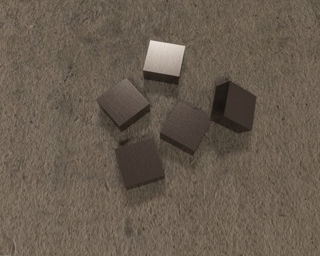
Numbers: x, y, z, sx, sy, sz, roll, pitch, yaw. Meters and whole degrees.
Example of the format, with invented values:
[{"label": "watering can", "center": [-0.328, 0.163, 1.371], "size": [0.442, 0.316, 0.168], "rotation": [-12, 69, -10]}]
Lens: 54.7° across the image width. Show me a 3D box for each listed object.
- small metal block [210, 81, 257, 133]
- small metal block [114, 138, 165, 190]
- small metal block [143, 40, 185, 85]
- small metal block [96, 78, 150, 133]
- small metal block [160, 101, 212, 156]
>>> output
[{"label": "small metal block", "center": [0.097, -0.026, 0.407], "size": [0.050, 0.025, 0.050], "rotation": [24, 68, -27]}, {"label": "small metal block", "center": [-0.025, 0.046, 0.391], "size": [0.050, 0.025, 0.050], "rotation": [-17, 71, -7]}, {"label": "small metal block", "center": [0.006, -0.093, 0.442], "size": [0.050, 0.025, 0.050], "rotation": [10, 70, 3]}, {"label": "small metal block", "center": [-0.049, -0.031, 0.419], "size": [0.050, 0.025, 0.050], "rotation": [-38, 75, -13]}, {"label": "small metal block", "center": [0.034, 0.001, 0.408], "size": [0.050, 0.025, 0.050], "rotation": [28, 72, 9]}]
